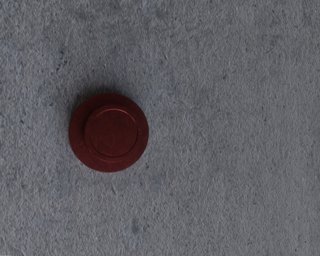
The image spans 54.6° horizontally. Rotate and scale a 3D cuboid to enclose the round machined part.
[{"bbox_3d":[-0.060,0.006,0.378,0.099,0.042,0.097,0,90,-20],"label":"round machined part"}]
